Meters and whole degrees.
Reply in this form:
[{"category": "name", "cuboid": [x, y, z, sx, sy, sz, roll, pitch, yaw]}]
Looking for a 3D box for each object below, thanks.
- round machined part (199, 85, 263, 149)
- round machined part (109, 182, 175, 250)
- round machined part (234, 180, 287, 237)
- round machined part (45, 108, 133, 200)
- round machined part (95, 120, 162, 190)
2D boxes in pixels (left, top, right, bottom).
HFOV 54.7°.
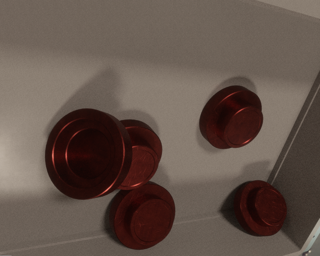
[{"category": "round machined part", "cuboid": [0.111, -0.009, 0.455, 0.099, 0.042, 0.097, -14, 125, -21]}, {"category": "round machined part", "cuboid": [-0.020, 0.128, 0.446, 0.099, 0.042, 0.097, -3, 97, -28]}, {"category": "round machined part", "cuboid": [0.185, 0.141, 0.551, 0.099, 0.098, 0.042, -5, 162, -26]}, {"category": "round machined part", "cuboid": [-0.075, 0.029, 0.350, 0.098, 0.098, 0.042, -50, 161, 7]}, {"category": "round machined part", "cuboid": [-0.041, 0.041, 0.402, 0.099, 0.042, 0.097, -14, 125, -21]}]
